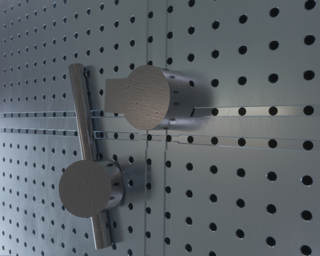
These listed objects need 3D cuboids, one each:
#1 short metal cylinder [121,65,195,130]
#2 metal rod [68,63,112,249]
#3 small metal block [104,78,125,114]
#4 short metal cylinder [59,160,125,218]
[{"bbox_3d":[-0.003,-0.037,0.396,0.080,0.050,0.079,0,90,40],"label":"short metal cylinder"},{"bbox_3d":[-0.115,0.040,0.504,0.025,0.025,0.298,-18,79,38],"label":"metal rod"},{"bbox_3d":[-0.055,-0.046,0.454,0.050,0.025,0.050,5,93,40],"label":"small metal block"},{"bbox_3d":[-0.099,0.087,0.455,0.080,0.050,0.080,-1,84,14],"label":"short metal cylinder"}]
